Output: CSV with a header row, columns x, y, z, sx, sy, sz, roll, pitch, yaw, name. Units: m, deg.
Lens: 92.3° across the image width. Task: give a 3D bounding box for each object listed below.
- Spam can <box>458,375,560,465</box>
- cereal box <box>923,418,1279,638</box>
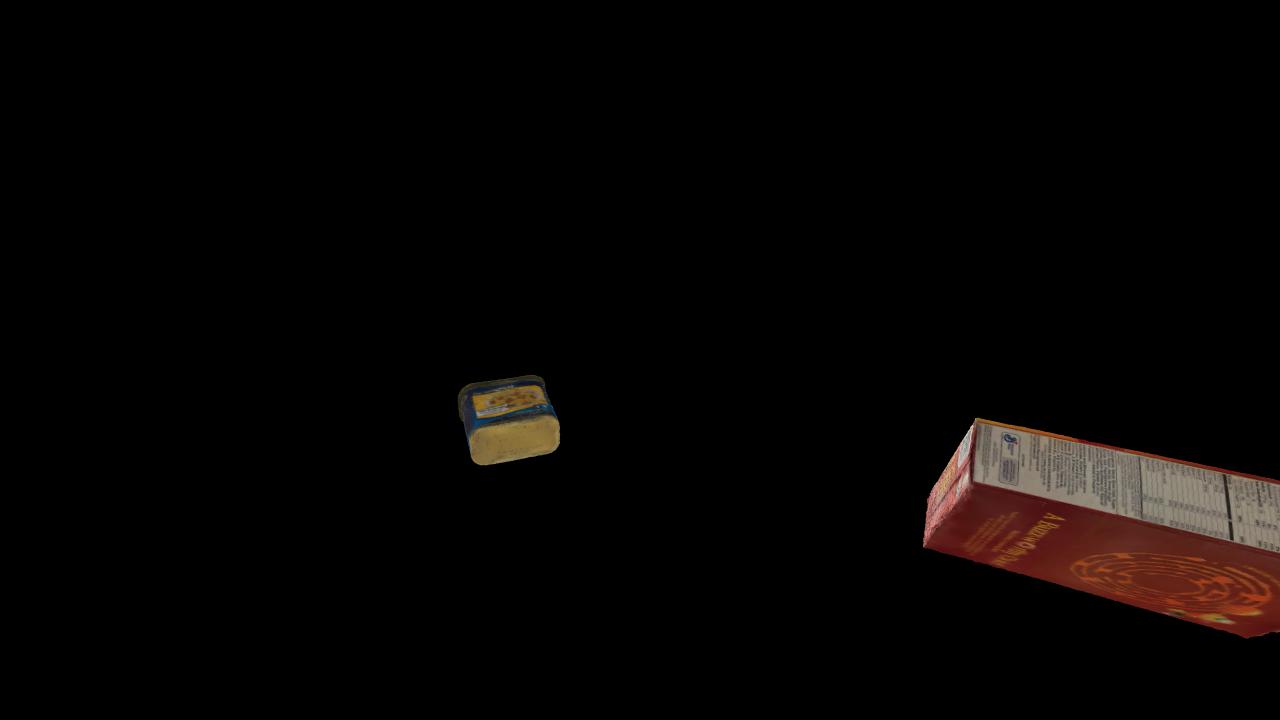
x,y,z,sx,sy,sz,roll,pitch,yaw,name
-0.145,0.066,0.686,0.101,0.058,0.085,-9,31,-19,Spam can
0.453,0.162,0.582,0.306,0.081,0.203,11,-29,19,cereal box
